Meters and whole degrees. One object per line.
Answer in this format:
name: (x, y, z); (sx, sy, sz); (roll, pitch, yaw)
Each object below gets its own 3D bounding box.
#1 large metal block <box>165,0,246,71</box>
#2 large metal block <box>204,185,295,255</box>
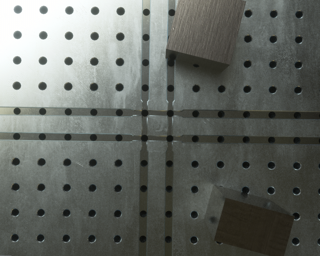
large metal block: (0.056, -0.125, 0.401); (0.080, 0.050, 0.080); (14, 90, 0)
large metal block: (0.106, 0.112, 0.387); (0.080, 0.080, 0.050); (15, 90, 0)
